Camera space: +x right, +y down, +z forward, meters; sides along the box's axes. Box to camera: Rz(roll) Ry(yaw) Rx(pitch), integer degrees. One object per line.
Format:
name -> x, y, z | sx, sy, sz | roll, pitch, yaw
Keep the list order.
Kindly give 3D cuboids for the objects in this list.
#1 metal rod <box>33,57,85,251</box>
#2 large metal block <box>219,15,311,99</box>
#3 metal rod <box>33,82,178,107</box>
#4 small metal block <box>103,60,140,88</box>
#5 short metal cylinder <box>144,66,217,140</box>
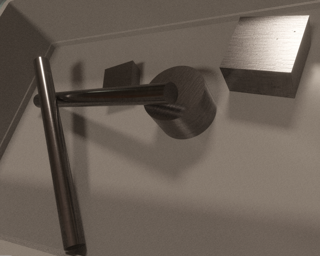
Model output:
metal rod -> -0.148, 0.017, 0.438 | 0.025, 0.025, 0.299 | -26, 62, 12
large metal block -> 0.129, -0.087, 0.375 | 0.080, 0.050, 0.080 | 12, 68, 32
metal rod -> -0.099, -0.043, 0.443 | 0.300, 0.025, 0.025 | 2, 62, 42
small metal block -> -0.059, -0.071, 0.479 | 0.050, 0.025, 0.050 | -13, 56, 20
short metal cylinder -> 0.026, -0.032, 0.395 | 0.080, 0.050, 0.080 | -13, 56, 20
